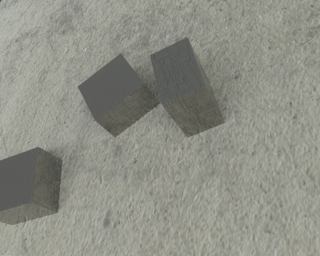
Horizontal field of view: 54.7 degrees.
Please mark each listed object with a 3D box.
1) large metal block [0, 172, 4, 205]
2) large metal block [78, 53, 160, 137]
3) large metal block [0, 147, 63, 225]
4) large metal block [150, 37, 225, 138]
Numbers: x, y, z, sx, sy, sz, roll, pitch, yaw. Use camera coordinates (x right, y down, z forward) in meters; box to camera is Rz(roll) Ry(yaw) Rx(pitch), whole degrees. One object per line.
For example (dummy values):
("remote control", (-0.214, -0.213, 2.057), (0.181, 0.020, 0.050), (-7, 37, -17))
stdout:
("large metal block", (-0.293, 0.109, 0.472), (0.080, 0.050, 0.080), (-23, 53, 14))
("large metal block", (-0.061, -0.048, 0.447), (0.080, 0.050, 0.080), (-37, 51, 3))
("large metal block", (-0.189, 0.083, 0.434), (0.080, 0.050, 0.080), (-18, 55, 17))
("large metal block", (0.034, -0.047, 0.379), (0.050, 0.080, 0.080), (-23, 54, 14))
